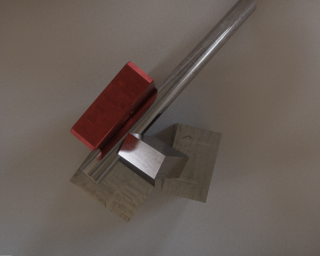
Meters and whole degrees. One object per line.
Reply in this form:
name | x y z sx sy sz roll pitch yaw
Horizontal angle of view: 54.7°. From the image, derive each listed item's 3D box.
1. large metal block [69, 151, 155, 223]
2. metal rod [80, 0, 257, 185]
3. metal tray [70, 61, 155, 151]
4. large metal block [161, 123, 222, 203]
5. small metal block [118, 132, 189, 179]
large metal block | -0.053 0.062 0.383 0.080 0.080 0.050 36 90 -1
metal rod | 0.022 -0.057 0.365 0.025 0.025 0.301 42 72 0
metal tray | -0.045 -0.022 0.357 0.030 0.130 0.090 40 91 0
large metal block | 0.035 0.039 0.384 0.050 0.080 0.080 14 90 0
small metal block | -0.006 0.029 0.323 0.050 0.050 0.025 30 99 31
